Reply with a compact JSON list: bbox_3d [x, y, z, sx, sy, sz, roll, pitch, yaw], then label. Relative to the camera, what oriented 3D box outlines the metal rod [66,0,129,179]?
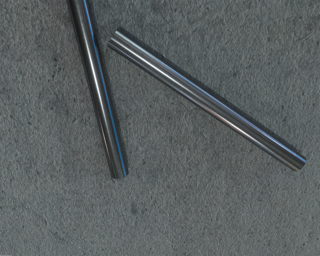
[{"bbox_3d":[-0.081,-0.073,0.381,0.025,0.025,0.298,-9,110,3],"label":"metal rod"}]

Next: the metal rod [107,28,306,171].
[{"bbox_3d":[0.068,-0.029,0.399,0.301,0.025,0.025,32,107,-12],"label":"metal rod"}]
